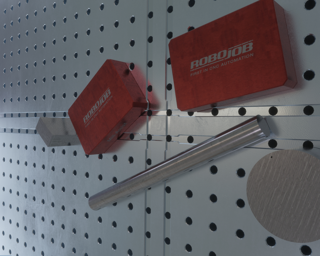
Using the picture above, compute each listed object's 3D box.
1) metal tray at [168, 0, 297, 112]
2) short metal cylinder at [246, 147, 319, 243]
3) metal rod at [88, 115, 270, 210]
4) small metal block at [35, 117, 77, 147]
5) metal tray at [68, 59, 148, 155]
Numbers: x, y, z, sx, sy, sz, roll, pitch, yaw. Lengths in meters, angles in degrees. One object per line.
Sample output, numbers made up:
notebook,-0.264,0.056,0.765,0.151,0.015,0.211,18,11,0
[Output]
metal tray,0.074,-0.074,0.345,0.130,0.030,0.090,-13,82,39
short metal cylinder,0.129,0.058,0.287,0.080,0.050,0.079,0,90,40
metal rod,0.002,0.058,0.407,0.299,0.025,0.025,-30,71,36
small metal block,-0.180,0.006,0.542,0.050,0.050,0.025,45,117,30
metal tray,-0.085,-0.029,0.476,0.129,0.030,0.090,-43,64,31
